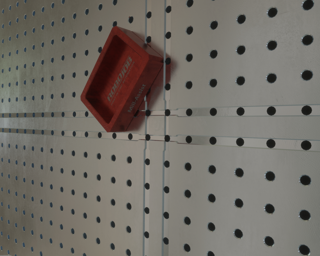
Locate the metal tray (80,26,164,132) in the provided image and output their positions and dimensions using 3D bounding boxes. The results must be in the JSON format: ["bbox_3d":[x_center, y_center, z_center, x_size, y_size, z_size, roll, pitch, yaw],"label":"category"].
[{"bbox_3d":[-0.060,-0.069,0.453,0.090,0.030,0.129,46,117,30],"label":"metal tray"}]
